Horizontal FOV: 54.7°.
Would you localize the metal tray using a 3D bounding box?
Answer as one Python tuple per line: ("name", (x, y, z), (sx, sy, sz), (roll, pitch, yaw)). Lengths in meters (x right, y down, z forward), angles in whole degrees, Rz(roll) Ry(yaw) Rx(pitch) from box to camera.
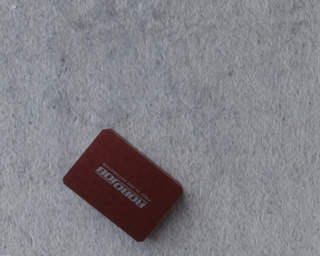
("metal tray", (-0.047, 0.073, 0.407), (0.130, 0.030, 0.090), (39, 90, -1))
